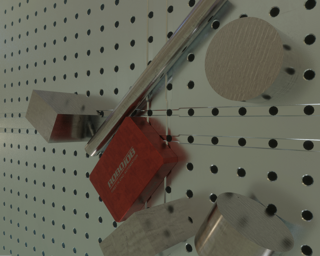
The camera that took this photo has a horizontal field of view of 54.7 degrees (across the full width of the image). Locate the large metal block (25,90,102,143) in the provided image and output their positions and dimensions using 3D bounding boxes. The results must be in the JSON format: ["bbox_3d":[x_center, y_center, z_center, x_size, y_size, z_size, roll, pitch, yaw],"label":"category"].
[{"bbox_3d":[-0.157,-0.019,0.503,0.080,0.081,0.050,37,113,34],"label":"large metal block"}]

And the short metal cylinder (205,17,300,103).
[{"bbox_3d":[0.094,-0.066,0.316,0.080,0.050,0.080,0,90,40],"label":"short metal cylinder"}]

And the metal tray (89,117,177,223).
[{"bbox_3d":[-0.043,0.059,0.442,0.090,0.030,0.129,50,119,28],"label":"metal tray"}]

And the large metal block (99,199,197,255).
[{"bbox_3d":[-0.014,0.138,0.385,0.080,0.081,0.050,-47,62,30],"label":"large metal block"}]

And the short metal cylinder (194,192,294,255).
[{"bbox_3d":[0.081,0.109,0.306,0.080,0.081,0.050,38,113,33],"label":"short metal cylinder"}]

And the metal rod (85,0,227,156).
[{"bbox_3d":[-0.021,-0.059,0.427,0.299,0.025,0.025,-47,62,29],"label":"metal rod"}]
